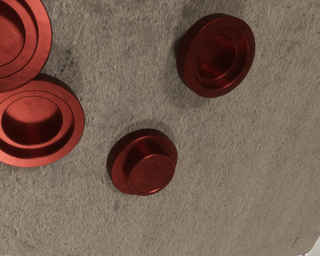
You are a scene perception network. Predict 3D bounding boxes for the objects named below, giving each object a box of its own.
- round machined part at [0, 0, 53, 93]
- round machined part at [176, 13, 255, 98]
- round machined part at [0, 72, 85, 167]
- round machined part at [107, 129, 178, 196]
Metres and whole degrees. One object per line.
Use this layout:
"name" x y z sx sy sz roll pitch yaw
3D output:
"round machined part" -0.142 -0.077 0.256 0.099 0.042 0.097 -2 97 -21
"round machined part" 0.063 -0.089 0.377 0.099 0.042 0.097 -14 125 -21
"round machined part" -0.131 -0.011 0.318 0.099 0.042 0.097 -14 125 -21
"round machined part" -0.019 0.053 0.420 0.099 0.042 0.097 -14 124 -21
